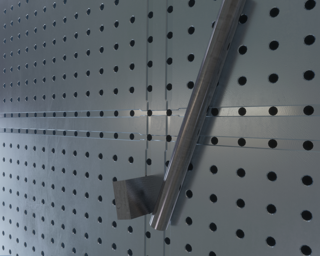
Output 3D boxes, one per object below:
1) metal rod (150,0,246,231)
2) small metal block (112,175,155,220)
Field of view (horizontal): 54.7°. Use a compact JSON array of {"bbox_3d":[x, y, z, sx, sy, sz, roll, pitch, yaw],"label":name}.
[{"bbox_3d":[0.041,-0.010,0.375,0.025,0.025,0.298,28,107,36],"label":"metal rod"},{"bbox_3d":[-0.034,0.094,0.421,0.025,0.050,0.050,-15,80,39],"label":"small metal block"}]
